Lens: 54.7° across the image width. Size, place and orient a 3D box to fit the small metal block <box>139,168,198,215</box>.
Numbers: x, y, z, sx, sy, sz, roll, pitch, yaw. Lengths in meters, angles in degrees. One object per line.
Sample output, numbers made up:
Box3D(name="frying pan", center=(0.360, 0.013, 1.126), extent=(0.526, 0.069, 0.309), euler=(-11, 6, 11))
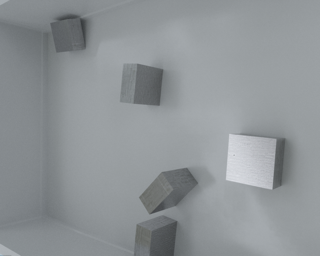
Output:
Box3D(name="small metal block", center=(0.011, 0.077, 0.382), extent=(0.050, 0.050, 0.025), euler=(-51, 60, 28))

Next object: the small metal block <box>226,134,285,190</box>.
Box3D(name="small metal block", center=(0.100, 0.033, 0.325), extent=(0.050, 0.025, 0.050), euler=(6, 94, 40))

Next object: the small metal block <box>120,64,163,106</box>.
Box3D(name="small metal block", center=(-0.024, -0.057, 0.410), extent=(0.025, 0.050, 0.050), euler=(10, 96, 40))

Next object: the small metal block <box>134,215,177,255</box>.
Box3D(name="small metal block", center=(-0.005, 0.145, 0.395), extent=(0.025, 0.050, 0.050), euler=(9, 96, 40))

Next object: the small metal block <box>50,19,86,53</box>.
Box3D(name="small metal block", center=(-0.157, -0.157, 0.528), extent=(0.050, 0.025, 0.050), euler=(7, 111, 39))
